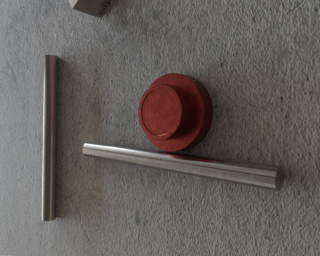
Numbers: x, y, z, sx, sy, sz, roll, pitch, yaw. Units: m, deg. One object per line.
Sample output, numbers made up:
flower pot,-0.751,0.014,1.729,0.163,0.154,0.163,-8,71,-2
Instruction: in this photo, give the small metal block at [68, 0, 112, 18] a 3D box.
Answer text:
small metal block,-0.104,-0.202,0.472,0.050,0.050,0.025,-40,66,32

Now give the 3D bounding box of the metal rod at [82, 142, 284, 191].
metal rod,0.002,0.042,0.400,0.300,0.025,0.025,4,93,39

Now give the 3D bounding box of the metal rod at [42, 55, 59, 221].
metal rod,-0.201,0.018,0.566,0.025,0.025,0.298,2,91,39

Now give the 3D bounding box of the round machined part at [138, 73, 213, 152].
round machined part,0.012,-0.019,0.383,0.098,0.042,0.097,0,90,39
